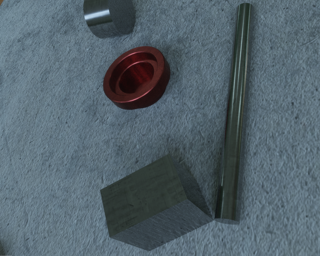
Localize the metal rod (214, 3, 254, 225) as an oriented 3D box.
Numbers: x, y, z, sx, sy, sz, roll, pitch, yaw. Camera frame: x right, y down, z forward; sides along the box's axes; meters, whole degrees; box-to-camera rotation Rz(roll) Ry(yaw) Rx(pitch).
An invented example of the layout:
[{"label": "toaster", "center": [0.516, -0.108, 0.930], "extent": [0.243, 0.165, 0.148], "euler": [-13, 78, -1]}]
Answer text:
[{"label": "metal rod", "center": [0.095, -0.038, 0.377], "extent": [0.025, 0.025, 0.300], "euler": [-3, 60, 27]}]

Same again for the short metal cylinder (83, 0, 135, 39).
[{"label": "short metal cylinder", "center": [-0.086, -0.199, 0.536], "extent": [0.050, 0.080, 0.080], "euler": [-1, 61, 27]}]

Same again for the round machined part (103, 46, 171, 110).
[{"label": "round machined part", "center": [-0.029, -0.067, 0.450], "extent": [0.098, 0.042, 0.098], "euler": [-13, 56, 21]}]

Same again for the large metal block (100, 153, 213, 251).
[{"label": "large metal block", "center": [-0.001, 0.080, 0.320], "extent": [0.080, 0.080, 0.050], "euler": [-29, 52, 10]}]
